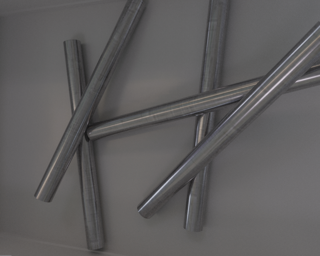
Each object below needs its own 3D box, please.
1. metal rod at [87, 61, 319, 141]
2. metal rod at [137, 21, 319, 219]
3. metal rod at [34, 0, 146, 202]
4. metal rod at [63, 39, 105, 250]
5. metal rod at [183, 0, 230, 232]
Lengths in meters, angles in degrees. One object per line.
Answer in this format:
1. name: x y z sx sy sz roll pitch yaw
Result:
1. metal rod: 0.036 -0.026 0.371 0.300 0.025 0.025 -14 86 26
2. metal rod: 0.064 0.013 0.345 0.025 0.025 0.298 48 120 13
3. metal rod: -0.095 -0.039 0.423 0.025 0.025 0.299 26 91 18
4. metal rod: -0.110 0.022 0.449 0.025 0.025 0.298 -8 87 20
5. metal rod: 0.058 -0.020 0.389 0.025 0.025 0.298 7 92 20
